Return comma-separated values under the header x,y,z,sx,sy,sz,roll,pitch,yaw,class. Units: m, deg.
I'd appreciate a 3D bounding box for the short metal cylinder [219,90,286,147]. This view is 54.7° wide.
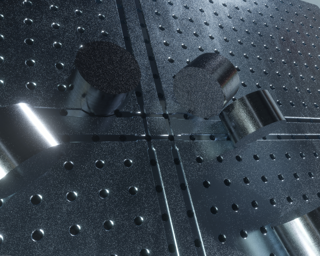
x,y,z,sx,sy,sz,roll,pitch,yaw,class
0.134,-0.013,0.453,0.081,0.080,0.050,-11,68,-33,short metal cylinder

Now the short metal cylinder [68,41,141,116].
x,y,z,sx,sy,sz,roll,pitch,yaw,class
-0.071,-0.062,0.392,0.081,0.050,0.080,14,56,-21,short metal cylinder

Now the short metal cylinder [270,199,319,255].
x,y,z,sx,sy,sz,roll,pitch,yaw,class
0.191,0.131,0.395,0.081,0.080,0.050,-16,71,-34,short metal cylinder

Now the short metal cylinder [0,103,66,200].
x,y,z,sx,sy,sz,roll,pitch,yaw,class
-0.136,0.022,0.286,0.050,0.080,0.081,49,51,6,short metal cylinder

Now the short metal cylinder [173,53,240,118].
x,y,z,sx,sy,sz,roll,pitch,yaw,class
0.066,-0.061,0.446,0.080,0.080,0.050,45,51,2,short metal cylinder
